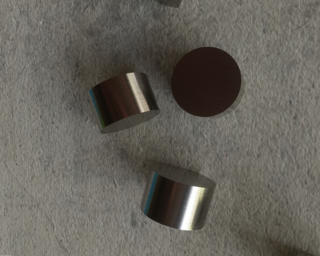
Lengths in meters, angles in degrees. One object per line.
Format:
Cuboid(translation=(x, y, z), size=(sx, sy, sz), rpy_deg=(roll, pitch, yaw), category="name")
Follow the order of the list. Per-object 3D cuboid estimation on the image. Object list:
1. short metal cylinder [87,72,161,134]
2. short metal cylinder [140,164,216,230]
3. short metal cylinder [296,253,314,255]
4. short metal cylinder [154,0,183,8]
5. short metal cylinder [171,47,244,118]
Cuboid(translation=(-0.046, -0.030, 0.395), size=(0.080, 0.080, 0.050), rpy_deg=(-23, 83, 18), category="short metal cylinder")
Cuboid(translation=(0.021, 0.080, 0.372), size=(0.080, 0.080, 0.050), rpy_deg=(17, 96, 19), category="short metal cylinder")
Cuboid(translation=(0.171, 0.177, 0.320), size=(0.080, 0.080, 0.050), rpy_deg=(24, 98, 18), category="short metal cylinder")
Cuboid(translation=(0.000, -0.191, 0.379), size=(0.080, 0.080, 0.050), rpy_deg=(30, 100, 17), category="short metal cylinder")
Cuboid(translation=(0.059, -0.052, 0.374), size=(0.080, 0.050, 0.079), rpy_deg=(0, 90, 19), category="short metal cylinder")
